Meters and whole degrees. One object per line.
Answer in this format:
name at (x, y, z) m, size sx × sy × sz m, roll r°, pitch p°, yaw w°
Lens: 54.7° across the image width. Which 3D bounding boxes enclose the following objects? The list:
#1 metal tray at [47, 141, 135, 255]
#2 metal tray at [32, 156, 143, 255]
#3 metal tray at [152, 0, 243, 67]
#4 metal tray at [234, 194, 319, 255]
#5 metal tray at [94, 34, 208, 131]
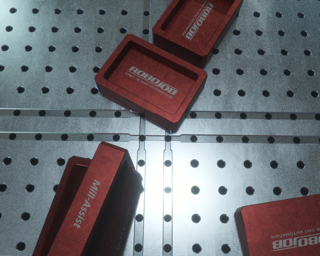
metal tray at (-0.069, 0.089, 0.342) m, size 0.030 × 0.090 × 0.130 m, roll 19°, pitch 70°, yaw 8°
metal tray at (-0.082, 0.104, 0.357) m, size 0.090 × 0.030 × 0.130 m, roll 9°, pitch 70°, yaw 19°
metal tray at (0.058, -0.166, 0.470) m, size 0.090 × 0.030 × 0.130 m, roll 29°, pitch 72°, yaw 9°
metal tray at (0.164, 0.129, 0.364) m, size 0.131 × 0.030 × 0.090 m, roll -8°, pitch 70°, yaw -4°
metal tray at (-0.012, -0.066, 0.432) m, size 0.130 × 0.030 × 0.090 m, roll 29°, pitch 72°, yaw 9°
